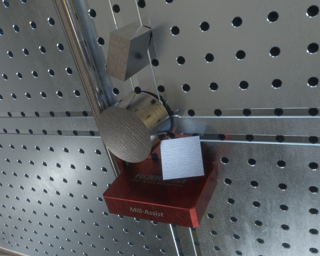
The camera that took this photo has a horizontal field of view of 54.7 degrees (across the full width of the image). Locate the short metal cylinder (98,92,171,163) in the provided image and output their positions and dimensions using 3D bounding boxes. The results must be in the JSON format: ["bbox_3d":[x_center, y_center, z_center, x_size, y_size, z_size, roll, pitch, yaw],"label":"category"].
[{"bbox_3d":[-0.033,-0.001,0.408,0.080,0.050,0.079,15,124,24],"label":"short metal cylinder"}]

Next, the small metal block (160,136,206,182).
[{"bbox_3d":[0.029,0.040,0.394,0.050,0.025,0.050,-8,72,10],"label":"small metal block"}]

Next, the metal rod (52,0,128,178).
[{"bbox_3d":[-0.087,-0.037,0.434,0.025,0.025,0.298,0,119,28],"label":"metal rod"}]

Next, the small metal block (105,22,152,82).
[{"bbox_3d":[-0.036,-0.089,0.359,0.025,0.050,0.050,24,127,13],"label":"small metal block"}]

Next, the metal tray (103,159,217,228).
[{"bbox_3d":[0.002,0.082,0.418,0.130,0.090,0.030,1,120,27],"label":"metal tray"}]
